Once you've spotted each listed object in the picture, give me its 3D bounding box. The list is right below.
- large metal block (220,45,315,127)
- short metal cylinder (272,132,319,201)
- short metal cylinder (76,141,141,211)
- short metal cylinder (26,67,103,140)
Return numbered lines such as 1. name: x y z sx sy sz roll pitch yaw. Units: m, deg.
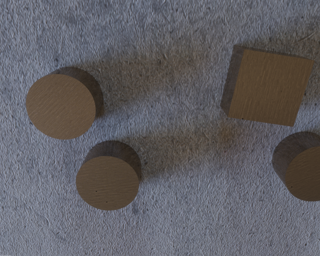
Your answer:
1. large metal block: 0.126 -0.053 0.378 0.081 0.050 0.079 8 110 -3
2. short metal cylinder: 0.200 0.051 0.417 0.081 0.050 0.079 0 110 0
3. short metal cylinder: -0.067 0.063 0.419 0.081 0.050 0.079 0 110 0
4. short metal cylinder: -0.115 -0.032 0.384 0.081 0.050 0.079 0 110 0
